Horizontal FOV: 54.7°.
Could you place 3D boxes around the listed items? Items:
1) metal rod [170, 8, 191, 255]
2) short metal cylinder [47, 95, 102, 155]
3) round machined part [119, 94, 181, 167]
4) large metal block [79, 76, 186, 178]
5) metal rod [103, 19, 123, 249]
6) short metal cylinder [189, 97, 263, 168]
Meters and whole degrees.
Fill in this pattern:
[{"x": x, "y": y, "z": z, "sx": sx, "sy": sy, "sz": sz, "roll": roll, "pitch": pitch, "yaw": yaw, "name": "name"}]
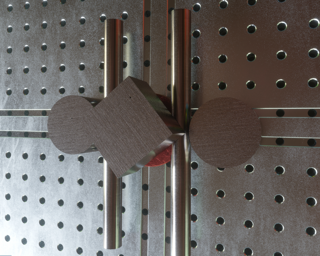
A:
[{"x": 0.026, "y": 0.007, "z": 0.381, "sx": 0.025, "sy": 0.025, "sz": 0.298, "roll": 0, "pitch": 90, "yaw": 20, "name": "metal rod"}, {"x": -0.109, "y": -0.004, "z": 0.438, "sx": 0.080, "sy": 0.050, "sz": 0.080, "roll": 0, "pitch": 90, "yaw": 20, "name": "short metal cylinder"}, {"x": -0.014, "y": 0.003, "z": 0.409, "sx": 0.098, "sy": 0.042, "sz": 0.097, "roll": 0, "pitch": 90, "yaw": 20, "name": "round machined part"}, {"x": -0.031, "y": -0.001, "z": 0.360, "sx": 0.080, "sy": 0.050, "sz": 0.080, "roll": -40, "pitch": 78, "yaw": 15, "name": "large metal block"}, {"x": -0.062, "y": 0.008, "z": 0.412, "sx": 0.025, "sy": 0.025, "sz": 0.298, "roll": 0, "pitch": 90, "yaw": 20, "name": "metal rod"}, {"x": 0.080, "y": 0.005, "z": 0.370, "sx": 0.080, "sy": 0.050, "sz": 0.080, "roll": 0, "pitch": 90, "yaw": 20, "name": "short metal cylinder"}]
